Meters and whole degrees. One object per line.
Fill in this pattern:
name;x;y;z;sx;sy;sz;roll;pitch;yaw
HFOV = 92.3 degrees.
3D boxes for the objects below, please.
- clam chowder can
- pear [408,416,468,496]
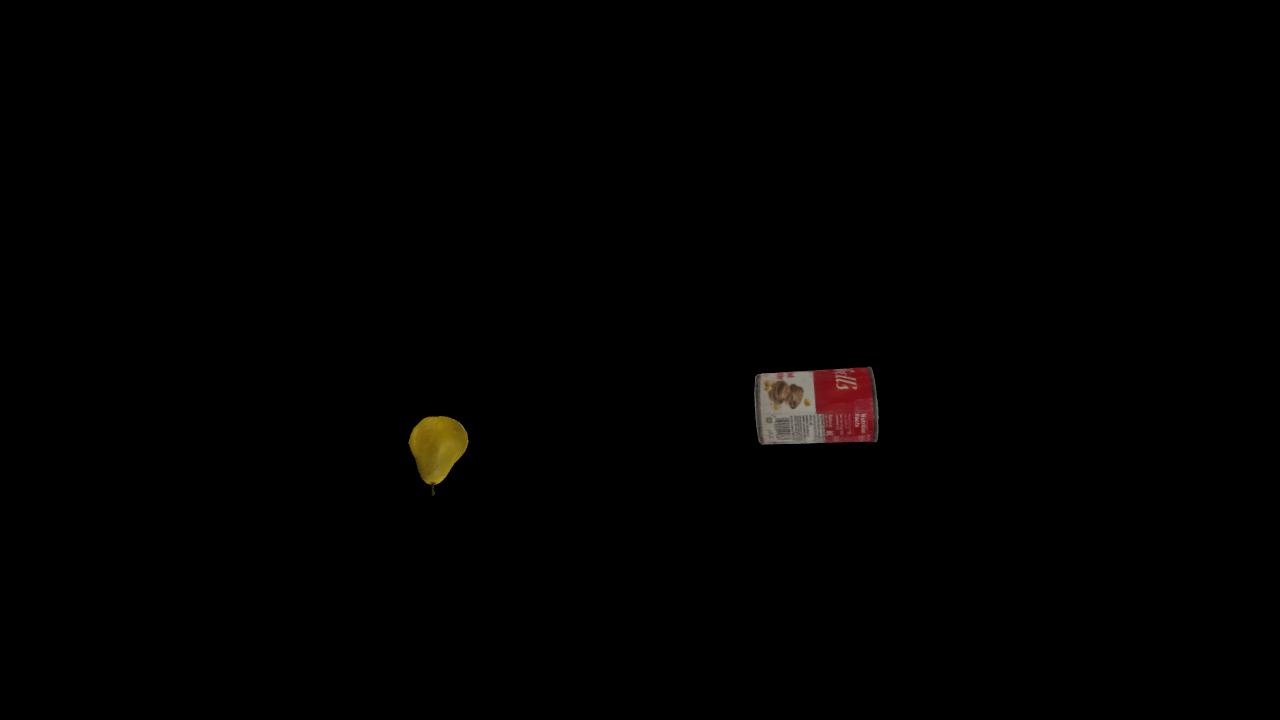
clam chowder can;0.158;0.043;0.558;0.102;0.068;0.068;-4;-1;15
pear;-0.285;0.136;0.853;0.080;0.111;0.080;6;-28;3
